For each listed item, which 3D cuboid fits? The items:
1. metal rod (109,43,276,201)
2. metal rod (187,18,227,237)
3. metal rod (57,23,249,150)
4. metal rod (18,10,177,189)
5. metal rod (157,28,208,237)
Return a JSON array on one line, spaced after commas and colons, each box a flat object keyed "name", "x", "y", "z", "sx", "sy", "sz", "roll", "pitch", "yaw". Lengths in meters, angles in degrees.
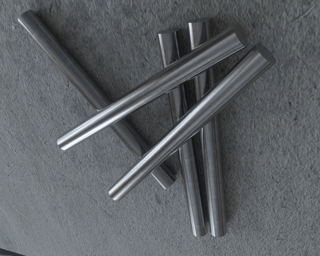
[{"name": "metal rod", "x": 0.015, "y": 0.015, "z": 0.374, "sx": 0.025, "sy": 0.025, "sz": 0.298, "roll": 43, "pitch": 129, "yaw": -2}, {"name": "metal rod", "x": 0.063, "y": 0.020, "z": 0.385, "sx": 0.025, "sy": 0.025, "sz": 0.298, "roll": 4, "pitch": 121, "yaw": 26}, {"name": "metal rod", "x": -0.034, "y": -0.031, "z": 0.371, "sx": 0.299, "sy": 0.025, "sz": 0.025, "roll": -26, "pitch": 104, "yaw": 37}, {"name": "metal rod", "x": -0.081, "y": -0.034, "z": 0.428, "sx": 0.025, "sy": 0.025, "sz": 0.300, "roll": -34, "pitch": 100, "yaw": 38}, {"name": "metal rod", "x": 0.035, "y": 0.025, "z": 0.403, "sx": 0.025, "sy": 0.025, "sz": 0.298, "roll": 3, "pitch": 120, "yaw": 26}]
